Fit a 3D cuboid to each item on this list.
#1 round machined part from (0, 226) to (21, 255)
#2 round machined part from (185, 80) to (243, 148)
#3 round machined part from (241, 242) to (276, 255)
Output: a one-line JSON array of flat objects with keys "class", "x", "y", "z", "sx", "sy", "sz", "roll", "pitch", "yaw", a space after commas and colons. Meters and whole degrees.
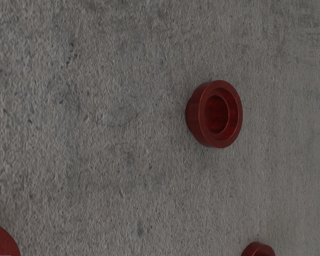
[{"class": "round machined part", "x": -0.170, "y": 0.119, "z": 0.251, "sx": 0.099, "sy": 0.042, "sz": 0.097, "roll": 0, "pitch": 90, "yaw": -40}, {"class": "round machined part", "x": 0.076, "y": -0.020, "z": 0.457, "sx": 0.099, "sy": 0.042, "sz": 0.097, "roll": 0, "pitch": 90, "yaw": -40}, {"class": "round machined part", "x": 0.181, "y": 0.256, "z": 0.545, "sx": 0.099, "sy": 0.042, "sz": 0.097, "roll": 0, "pitch": 90, "yaw": -40}]
